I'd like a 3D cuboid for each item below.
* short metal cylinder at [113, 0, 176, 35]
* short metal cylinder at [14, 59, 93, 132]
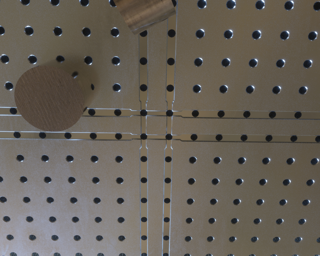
[{"bbox_3d":[-0.023,-0.147,0.329,0.050,0.080,0.080,-25,108,9],"label":"short metal cylinder"},{"bbox_3d":[-0.129,-0.041,0.384,0.081,0.050,0.079,0,110,0],"label":"short metal cylinder"}]
